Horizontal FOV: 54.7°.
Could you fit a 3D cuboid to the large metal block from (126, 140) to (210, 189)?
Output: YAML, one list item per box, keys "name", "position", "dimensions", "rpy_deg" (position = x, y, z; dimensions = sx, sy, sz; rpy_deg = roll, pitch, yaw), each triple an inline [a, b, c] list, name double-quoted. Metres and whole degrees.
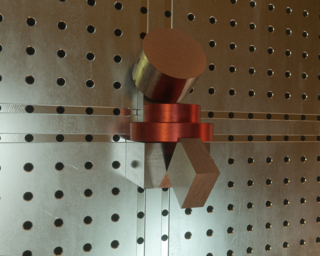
- name: "large metal block"
  position: [0.007, 0.041, 0.386]
  dimensions: [0.081, 0.080, 0.050]
  rpy_deg: [1, 90, -20]

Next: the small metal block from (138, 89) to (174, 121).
- name: "small metal block"
  position: [-0.002, -0.031, 0.412]
  dimensions: [0.050, 0.025, 0.050]
  rpy_deg: [1, 90, -21]

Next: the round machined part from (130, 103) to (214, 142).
- name: "round machined part"
  position: [0.014, -0.006, 0.369]
  dimensions: [0.099, 0.098, 0.042]
  rpy_deg: [1, 90, -20]

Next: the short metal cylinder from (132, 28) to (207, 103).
- name: "short metal cylinder"
  position: [0.011, -0.077, 0.386]
  dimensions: [0.081, 0.050, 0.080]
  rpy_deg: [10, 57, -15]

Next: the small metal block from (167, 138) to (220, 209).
- name: "small metal block"
  position: [0.032, 0.045, 0.315]
  dimensions: [0.025, 0.050, 0.050]
  rpy_deg: [1, 128, -21]
